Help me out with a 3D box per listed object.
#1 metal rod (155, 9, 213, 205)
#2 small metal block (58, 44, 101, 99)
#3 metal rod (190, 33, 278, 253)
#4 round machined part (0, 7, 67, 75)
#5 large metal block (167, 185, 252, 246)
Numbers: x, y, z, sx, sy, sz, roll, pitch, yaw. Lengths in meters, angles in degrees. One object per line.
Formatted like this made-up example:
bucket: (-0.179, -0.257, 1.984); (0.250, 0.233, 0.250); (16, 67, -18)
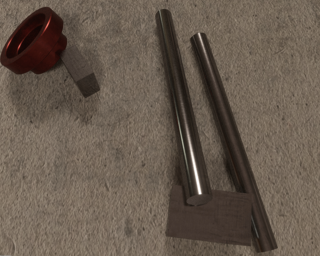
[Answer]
metal rod: (0.021, -0.051, 0.382); (0.025, 0.025, 0.300); (-6, 53, -3)
small metal block: (-0.109, -0.076, 0.421); (0.025, 0.050, 0.050); (-32, 73, -11)
metal rod: (0.090, 0.004, 0.407); (0.025, 0.025, 0.299); (-12, 71, -5)
round machined part: (-0.166, -0.112, 0.422); (0.098, 0.042, 0.098); (-19, 52, 27)
large metal block: (0.050, 0.099, 0.343); (0.080, 0.080, 0.050); (6, 70, 2)
